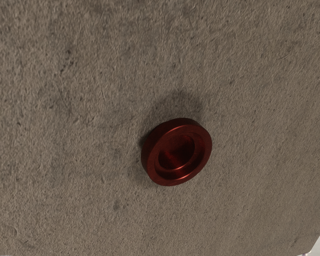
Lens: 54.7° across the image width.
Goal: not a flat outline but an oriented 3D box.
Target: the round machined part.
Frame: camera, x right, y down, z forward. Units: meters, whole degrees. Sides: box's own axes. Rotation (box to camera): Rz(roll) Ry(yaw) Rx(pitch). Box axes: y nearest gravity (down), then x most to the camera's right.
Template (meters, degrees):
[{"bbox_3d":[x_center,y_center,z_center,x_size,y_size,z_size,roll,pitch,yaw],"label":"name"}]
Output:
[{"bbox_3d":[0.019,0.028,0.426,0.099,0.042,0.097,-14,125,-21],"label":"round machined part"}]
